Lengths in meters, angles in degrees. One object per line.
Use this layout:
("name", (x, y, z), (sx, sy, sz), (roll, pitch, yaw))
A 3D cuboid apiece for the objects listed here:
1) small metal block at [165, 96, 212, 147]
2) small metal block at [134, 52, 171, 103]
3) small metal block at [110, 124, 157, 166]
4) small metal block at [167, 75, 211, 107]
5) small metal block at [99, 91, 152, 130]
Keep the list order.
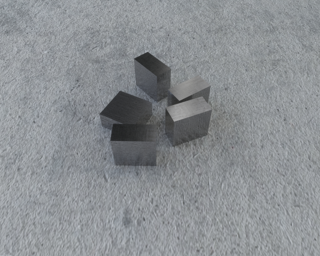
("small metal block", (0.035, -0.008, 0.393), (0.050, 0.050, 0.025), (-18, 53, -15))
("small metal block", (-0.011, -0.073, 0.448), (0.025, 0.050, 0.050), (-34, 58, -25))
("small metal block", (-0.029, 0.021, 0.369), (0.050, 0.050, 0.025), (1, 50, 1))
("small metal block", (0.038, -0.036, 0.418), (0.050, 0.050, 0.025), (-27, 55, -21))
("small metal block", (-0.045, -0.018, 0.418), (0.050, 0.025, 0.050), (22, 53, 17))
